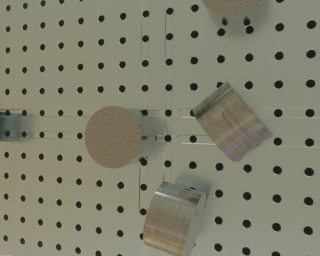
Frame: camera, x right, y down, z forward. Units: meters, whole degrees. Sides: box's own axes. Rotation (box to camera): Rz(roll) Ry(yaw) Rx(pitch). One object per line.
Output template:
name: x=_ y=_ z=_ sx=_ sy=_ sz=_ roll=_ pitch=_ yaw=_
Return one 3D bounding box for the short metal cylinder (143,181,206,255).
short metal cylinder: x=0.020 y=0.110 z=0.376 sx=0.050 sy=0.080 sz=0.079 roll=13 pitch=95 yaw=19

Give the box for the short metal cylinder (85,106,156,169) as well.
short metal cylinder: x=-0.053 y=0.012 z=0.417 sx=0.080 sy=0.050 sz=0.079 roll=0 pitch=90 yaw=19

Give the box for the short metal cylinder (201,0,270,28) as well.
short metal cylinder: x=0.089 y=-0.166 z=0.368 sx=0.080 sy=0.050 sz=0.079 roll=0 pitch=90 yaw=19

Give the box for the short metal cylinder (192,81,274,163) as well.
short metal cylinder: x=0.083 y=-0.007 z=0.354 sx=0.050 sy=0.080 sz=0.080 roll=-41 pitch=78 yaw=15
